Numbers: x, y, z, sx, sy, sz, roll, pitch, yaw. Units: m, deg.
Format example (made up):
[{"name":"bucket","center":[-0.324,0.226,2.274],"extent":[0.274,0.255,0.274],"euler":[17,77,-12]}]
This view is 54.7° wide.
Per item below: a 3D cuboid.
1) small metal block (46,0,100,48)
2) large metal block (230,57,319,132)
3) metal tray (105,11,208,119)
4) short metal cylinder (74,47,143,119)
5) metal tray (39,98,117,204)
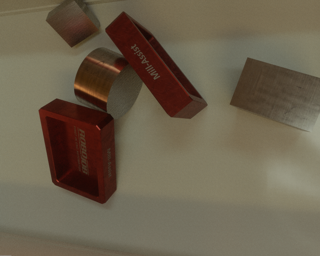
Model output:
[{"name":"small metal block","center":[-0.122,-0.150,0.436],"extent":[0.050,0.050,0.025],"euler":[-26,42,18]},{"name":"large metal block","center":[0.128,-0.033,0.336],"extent":[0.080,0.080,0.050],"euler":[22,97,18]},{"name":"metal tray","center":[-0.001,-0.071,0.375],"extent":[0.030,0.090,0.130],"euler":[-40,78,16]},{"name":"short metal cylinder","center":[-0.064,-0.058,0.403],"extent":[0.050,0.080,0.080],"euler":[27,99,18]},{"name":"metal tray","center":[-0.106,0.033,0.411],"extent":[0.090,0.030,0.129],"euler":[16,126,18]}]
